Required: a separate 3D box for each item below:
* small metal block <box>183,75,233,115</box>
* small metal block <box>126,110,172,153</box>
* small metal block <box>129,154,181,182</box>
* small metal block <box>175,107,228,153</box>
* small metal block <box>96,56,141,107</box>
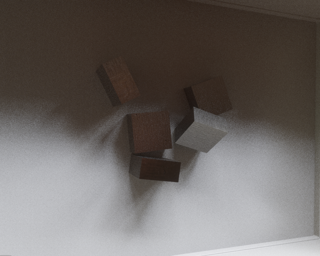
[{"bbox_3d":[0.068,-0.041,0.435,0.050,0.025,0.050,-22,98,-19],"label":"small metal block"},{"bbox_3d":[-0.014,0.004,0.405,0.050,0.025,0.050,-6,92,-20],"label":"small metal block"},{"bbox_3d":[-0.008,0.051,0.394,0.050,0.050,0.025,9,87,-20],"label":"small metal block"},{"bbox_3d":[0.054,0.004,0.414,0.050,0.050,0.025,19,46,-19],"label":"small metal block"},{"bbox_3d":[-0.052,-0.055,0.378,0.025,0.050,0.050,-28,100,-18],"label":"small metal block"}]
